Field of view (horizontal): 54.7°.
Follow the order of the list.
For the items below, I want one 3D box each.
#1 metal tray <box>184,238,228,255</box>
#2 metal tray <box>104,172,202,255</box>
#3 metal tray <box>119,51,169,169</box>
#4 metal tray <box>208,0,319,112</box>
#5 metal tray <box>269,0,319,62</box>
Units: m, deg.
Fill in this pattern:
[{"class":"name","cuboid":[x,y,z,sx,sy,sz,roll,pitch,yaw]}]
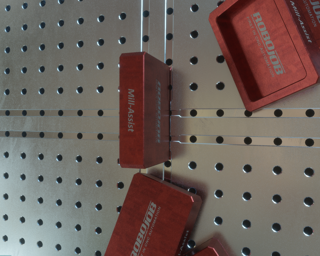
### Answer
[{"class":"metal tray","cuboid":[0.041,0.214,0.394,0.130,0.030,0.090,-37,79,15]},{"class":"metal tray","cuboid":[-0.011,0.132,0.394,0.090,0.030,0.129,19,87,30]},{"class":"metal tray","cuboid":[-0.016,-0.020,0.382,0.030,0.090,0.129,0,90,20]},{"class":"metal tray","cuboid":[0.116,-0.093,0.346,0.090,0.030,0.129,-29,79,49]},{"class":"metal tray","cuboid":[0.169,-0.152,0.350,0.090,0.030,0.129,-22,83,18]}]
